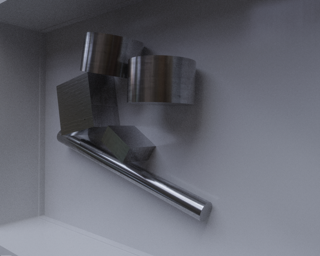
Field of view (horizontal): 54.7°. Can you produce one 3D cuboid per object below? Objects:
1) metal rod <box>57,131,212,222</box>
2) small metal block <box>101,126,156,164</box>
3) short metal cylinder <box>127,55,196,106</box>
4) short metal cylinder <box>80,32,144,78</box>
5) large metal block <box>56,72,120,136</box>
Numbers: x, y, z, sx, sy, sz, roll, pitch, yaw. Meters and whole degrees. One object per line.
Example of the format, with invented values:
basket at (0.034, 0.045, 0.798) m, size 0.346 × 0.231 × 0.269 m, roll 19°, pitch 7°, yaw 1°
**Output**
metal rod at (-0.058, 0.056, 0.452) m, size 0.300 × 0.025 × 0.025 m, roll 21°, pitch 103°, yaw 37°
small metal block at (-0.043, 0.021, 0.424) m, size 0.050 × 0.050 × 0.025 m, roll 42°, pitch 115°, yaw 32°
short metal cylinder at (0.002, -0.053, 0.368) m, size 0.080 × 0.081 × 0.050 m, roll 3°, pitch 92°, yaw 39°
short metal cylinder at (-0.065, -0.096, 0.422) m, size 0.080 × 0.081 × 0.050 m, roll 16°, pitch 100°, yaw 38°
large metal block at (-0.112, -0.034, 0.480) m, size 0.080 × 0.050 × 0.080 m, roll -13°, pitch 82°, yaw 39°
